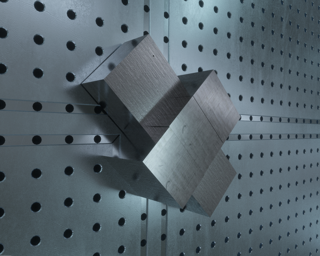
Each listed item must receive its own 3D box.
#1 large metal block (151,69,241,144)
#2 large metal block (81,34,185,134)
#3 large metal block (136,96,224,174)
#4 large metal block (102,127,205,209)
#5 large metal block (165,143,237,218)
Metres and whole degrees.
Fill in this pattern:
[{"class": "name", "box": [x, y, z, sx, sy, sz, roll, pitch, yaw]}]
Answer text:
[{"class": "large metal block", "box": [0.047, -0.026, 0.416, 0.050, 0.080, 0.080, -52, 121, -27]}, {"class": "large metal block", "box": [-0.029, -0.050, 0.367, 0.080, 0.050, 0.080, -52, 121, -26]}, {"class": "large metal block", "box": [0.019, 0.009, 0.392, 0.050, 0.080, 0.080, -52, 121, -27]}, {"class": "large metal block", "box": [-0.008, 0.044, 0.369, 0.050, 0.080, 0.080, -52, 121, -27]}, {"class": "large metal block", "box": [0.054, 0.065, 0.441, 0.080, 0.050, 0.080, -51, 120, -27]}]
